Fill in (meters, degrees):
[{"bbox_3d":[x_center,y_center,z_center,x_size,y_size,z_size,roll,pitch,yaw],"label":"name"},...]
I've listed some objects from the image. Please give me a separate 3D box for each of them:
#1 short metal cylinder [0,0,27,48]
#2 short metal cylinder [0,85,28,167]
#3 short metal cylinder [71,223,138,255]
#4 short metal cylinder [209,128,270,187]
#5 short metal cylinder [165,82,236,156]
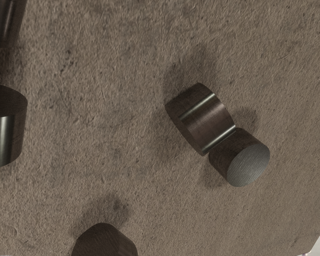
[{"bbox_3d":[-0.145,-0.099,0.231,0.081,0.080,0.050,11,113,-33],"label":"short metal cylinder"},{"bbox_3d":[-0.165,-0.005,0.278,0.081,0.080,0.050,3,117,-30],"label":"short metal cylinder"},{"bbox_3d":[-0.079,0.185,0.444,0.080,0.080,0.050,-37,130,-4],"label":"short metal cylinder"},{"bbox_3d":[0.125,0.046,0.490,0.081,0.050,0.079,-14,125,-21],"label":"short metal cylinder"},{"bbox_3d":[0.050,-0.011,0.394,0.050,0.080,0.080,-37,130,-4],"label":"short metal cylinder"}]
